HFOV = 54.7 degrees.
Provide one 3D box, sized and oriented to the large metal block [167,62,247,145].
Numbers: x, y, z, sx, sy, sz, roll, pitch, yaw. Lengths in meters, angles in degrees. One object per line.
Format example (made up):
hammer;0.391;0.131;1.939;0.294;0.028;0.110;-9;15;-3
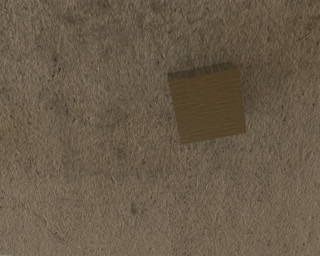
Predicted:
large metal block;0.057;-0.032;0.386;0.080;0.050;0.079;-11;110;3
